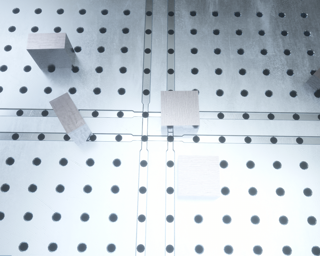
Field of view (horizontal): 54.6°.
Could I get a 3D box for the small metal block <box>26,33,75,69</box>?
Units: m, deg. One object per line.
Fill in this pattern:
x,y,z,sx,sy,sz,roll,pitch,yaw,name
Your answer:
-0.152,-0.108,0.437,0.050,0.050,0.025,-2,70,-1,small metal block

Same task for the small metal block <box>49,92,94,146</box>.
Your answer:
-0.113,-0.010,0.402,0.025,0.050,0.050,-31,73,-10,small metal block

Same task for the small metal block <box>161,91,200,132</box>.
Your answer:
0.026,-0.022,0.420,0.050,0.025,0.050,-1,70,0,small metal block

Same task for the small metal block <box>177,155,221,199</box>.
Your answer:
0.048,0.062,0.389,0.050,0.025,0.050,1,70,0,small metal block

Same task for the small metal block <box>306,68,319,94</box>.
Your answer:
0.247,-0.069,0.438,0.050,0.025,0.050,-42,75,-14,small metal block
